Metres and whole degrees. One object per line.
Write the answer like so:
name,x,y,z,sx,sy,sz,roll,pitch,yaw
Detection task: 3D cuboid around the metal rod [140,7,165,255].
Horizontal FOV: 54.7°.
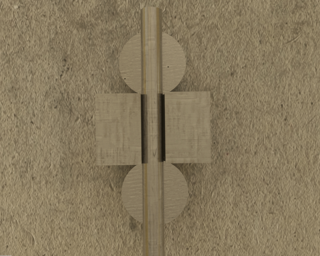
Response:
metal rod,-0.009,0.013,0.361,0.025,0.025,0.298,-1,90,0

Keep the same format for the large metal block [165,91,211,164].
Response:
large metal block,0.031,-0.001,0.384,0.050,0.080,0.080,-1,90,0

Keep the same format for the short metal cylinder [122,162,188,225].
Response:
short metal cylinder,-0.006,0.078,0.399,0.081,0.050,0.080,0,90,0

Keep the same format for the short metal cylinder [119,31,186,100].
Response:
short metal cylinder,-0.009,-0.078,0.398,0.081,0.050,0.080,0,90,0

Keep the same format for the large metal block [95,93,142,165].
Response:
large metal block,-0.046,0.001,0.383,0.050,0.080,0.080,-1,90,0
